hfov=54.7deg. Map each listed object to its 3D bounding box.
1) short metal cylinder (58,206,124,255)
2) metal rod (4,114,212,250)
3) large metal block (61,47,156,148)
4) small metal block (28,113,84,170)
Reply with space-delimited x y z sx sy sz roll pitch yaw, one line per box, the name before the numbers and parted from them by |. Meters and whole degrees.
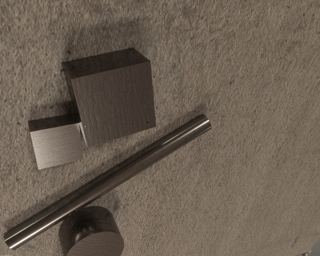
short metal cylinder | -0.097 0.158 0.437 0.081 0.050 0.079 -14 125 -21
metal rod | -0.062 0.067 0.415 0.301 0.025 0.025 -31 129 -9
large metal block | -0.054 -0.035 0.340 0.081 0.050 0.079 -17 126 -19
small metal block | -0.118 0.015 0.352 0.050 0.025 0.050 -12 124 -22
